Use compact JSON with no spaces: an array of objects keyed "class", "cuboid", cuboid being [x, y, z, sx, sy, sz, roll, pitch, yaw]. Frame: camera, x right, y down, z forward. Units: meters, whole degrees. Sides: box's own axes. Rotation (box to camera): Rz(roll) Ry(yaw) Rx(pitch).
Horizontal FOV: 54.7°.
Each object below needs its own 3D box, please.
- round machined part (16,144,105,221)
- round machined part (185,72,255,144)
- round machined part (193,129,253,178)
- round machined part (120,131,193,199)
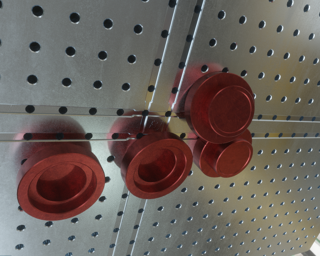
[{"class":"round machined part","cuboid":[-0.120,0.060,0.373,0.099,0.042,0.097,-14,125,-21]},{"class":"round machined part","cuboid":[0.086,-0.025,0.416,0.099,0.042,0.097,-5,104,-19]},{"class":"round machined part","cuboid":[0.105,0.039,0.484,0.099,0.042,0.097,-14,125,-21]},{"class":"round machined part","cuboid":[-0.008,0.047,0.426,0.099,0.042,0.097,-14,125,-21]}]
